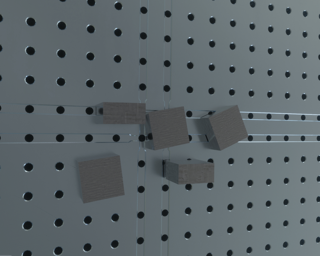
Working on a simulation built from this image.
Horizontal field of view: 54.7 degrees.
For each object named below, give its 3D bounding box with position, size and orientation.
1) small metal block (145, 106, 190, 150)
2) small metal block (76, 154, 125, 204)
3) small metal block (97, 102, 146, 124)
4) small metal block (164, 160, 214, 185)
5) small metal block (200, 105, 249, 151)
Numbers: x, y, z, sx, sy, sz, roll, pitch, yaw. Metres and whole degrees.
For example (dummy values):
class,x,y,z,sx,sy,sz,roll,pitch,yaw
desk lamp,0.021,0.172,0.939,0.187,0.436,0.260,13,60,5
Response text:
class,x,y,z,sx,sy,sz,roll,pitch,yaw
small metal block,0.008,0.000,0.417,0.050,0.025,0.050,-11,94,-20
small metal block,-0.074,0.062,0.386,0.050,0.025,0.050,-8,93,-20
small metal block,-0.049,-0.017,0.382,0.050,0.050,0.025,0,90,-20
small metal block,0.038,0.058,0.415,0.050,0.050,0.025,1,90,-20
small metal block,0.093,-0.001,0.449,0.050,0.025,0.050,-24,98,-19
